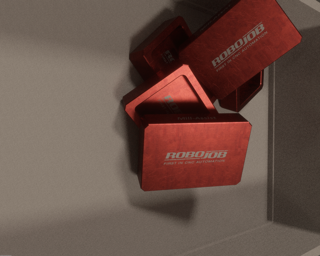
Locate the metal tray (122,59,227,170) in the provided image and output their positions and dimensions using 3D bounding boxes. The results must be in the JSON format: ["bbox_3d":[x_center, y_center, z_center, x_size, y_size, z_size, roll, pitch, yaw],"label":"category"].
[{"bbox_3d":[0.025,-0.010,0.395,0.090,0.030,0.130,-35,117,4],"label":"metal tray"}]

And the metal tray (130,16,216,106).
[{"bbox_3d":[0.027,-0.074,0.428,0.090,0.030,0.130,-51,120,-28],"label":"metal tray"}]

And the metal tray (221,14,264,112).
[{"bbox_3d":[0.130,-0.101,0.486,0.091,0.030,0.129,-40,135,-33],"label":"metal tray"}]

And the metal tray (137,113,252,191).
[{"bbox_3d":[0.040,0.029,0.383,0.131,0.030,0.089,-1,115,-13],"label":"metal tray"}]

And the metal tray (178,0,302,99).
[{"bbox_3d":[0.100,-0.108,0.401,0.090,0.130,0.030,43,26,-21],"label":"metal tray"}]
